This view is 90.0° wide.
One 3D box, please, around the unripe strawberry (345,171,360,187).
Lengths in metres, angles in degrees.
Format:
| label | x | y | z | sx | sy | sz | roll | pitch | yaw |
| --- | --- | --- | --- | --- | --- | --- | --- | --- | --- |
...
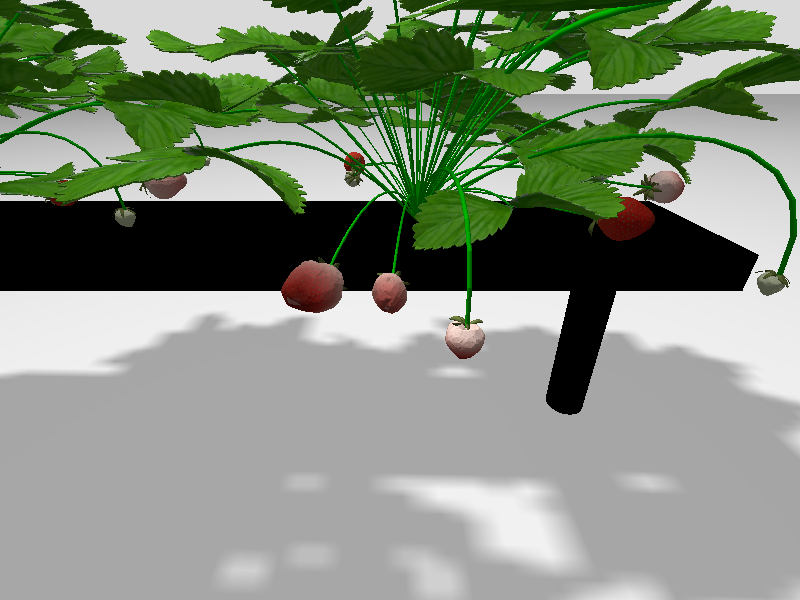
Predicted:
| label | x | y | z | sx | sy | sz | roll | pitch | yaw |
| --- | --- | --- | --- | --- | --- | --- | --- | --- | --- |
| unripe strawberry | -0.056 | -0.142 | 0.471 | 0.018 | 0.019 | 0.020 | -15 | 2 | -25 |

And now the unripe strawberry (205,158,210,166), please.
| label | x | y | z | sx | sy | sz | roll | pitch | yaw |
| --- | --- | --- | --- | --- | --- | --- | --- | --- | --- |
| unripe strawberry | -0.241 | -0.171 | 0.497 | 0.010 | 0.010 | 0.011 | -23 | 36 | -35 |

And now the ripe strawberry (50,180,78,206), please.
| label | x | y | z | sx | sy | sz | roll | pitch | yaw |
| --- | --- | --- | --- | --- | --- | --- | --- | --- | --- |
| ripe strawberry | -0.330 | -0.106 | 0.394 | 0.026 | 0.028 | 0.024 | -11 | 31 | -21 |

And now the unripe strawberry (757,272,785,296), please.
| label | x | y | z | sx | sy | sz | roll | pitch | yaw |
| --- | --- | --- | --- | --- | --- | --- | --- | --- | --- |
| unripe strawberry | 0.205 | -0.009 | 0.222 | 0.012 | 0.012 | 0.013 | 21 | 35 | 33 |

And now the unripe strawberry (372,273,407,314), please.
| label | x | y | z | sx | sy | sz | roll | pitch | yaw |
| --- | --- | --- | --- | --- | --- | --- | --- | --- | --- |
| unripe strawberry | -0.006 | -0.003 | 0.213 | 0.019 | 0.022 | 0.021 | 4 | 43 | 6 |

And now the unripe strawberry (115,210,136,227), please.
| label | x | y | z | sx | sy | sz | roll | pitch | yaw |
| --- | --- | --- | --- | --- | --- | --- | --- | --- | --- |
| unripe strawberry | -0.223 | -0.066 | 0.326 | 0.015 | 0.015 | 0.014 | 4 | 29 | 8 |

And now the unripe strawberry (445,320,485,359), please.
| label | x | y | z | sx | sy | sz | roll | pitch | yaw |
| --- | --- | --- | --- | --- | --- | --- | --- | --- | --- |
| unripe strawberry | 0.029 | 0.019 | 0.181 | 0.018 | 0.019 | 0.018 | -2 | 29 | -3 |

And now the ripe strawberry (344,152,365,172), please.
| label | x | y | z | sx | sy | sz | roll | pitch | yaw |
| --- | --- | --- | --- | --- | --- | --- | --- | --- | --- |
| ripe strawberry | -0.061 | -0.181 | 0.530 | 0.028 | 0.030 | 0.030 | -10 | 30 | -18 |

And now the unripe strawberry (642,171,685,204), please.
| label | x | y | z | sx | sy | sz | roll | pitch | yaw |
| --- | --- | --- | --- | --- | --- | --- | --- | --- | --- |
| unripe strawberry | 0.266 | -0.114 | 0.402 | 0.037 | 0.032 | 0.037 | -6 | 29 | -11 |

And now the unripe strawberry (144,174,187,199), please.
| label | x | y | z | sx | sy | sz | roll | pitch | yaw |
| --- | --- | --- | --- | --- | --- | --- | --- | --- | --- |
| unripe strawberry | -0.242 | -0.124 | 0.415 | 0.038 | 0.038 | 0.042 | -10 | 30 | -18 |

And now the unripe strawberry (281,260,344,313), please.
| label | x | y | z | sx | sy | sz | roll | pitch | yaw |
| --- | --- | --- | --- | --- | --- | --- | --- | --- | --- |
| unripe strawberry | -0.046 | -0.005 | 0.209 | 0.032 | 0.029 | 0.029 | 10 | 31 | 18 |

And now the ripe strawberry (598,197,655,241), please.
| label | x | y | z | sx | sy | sz | roll | pitch | yaw |
| --- | --- | --- | --- | --- | --- | --- | --- | --- | --- |
| ripe strawberry | 0.173 | -0.063 | 0.308 | 0.039 | 0.033 | 0.039 | 9 | 30 | 15 |
